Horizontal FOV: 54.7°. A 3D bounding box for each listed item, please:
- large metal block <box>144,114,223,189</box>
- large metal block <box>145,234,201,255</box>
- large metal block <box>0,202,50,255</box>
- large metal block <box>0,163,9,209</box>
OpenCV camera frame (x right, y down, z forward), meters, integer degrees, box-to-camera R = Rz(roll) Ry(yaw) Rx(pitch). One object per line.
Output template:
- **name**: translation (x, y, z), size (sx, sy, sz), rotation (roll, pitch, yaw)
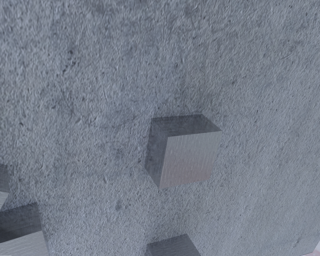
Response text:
- **large metal block**: translation (0.030, 0.030, 0.425), size (0.081, 0.050, 0.079), rotation (-5, 121, -26)
- **large metal block**: translation (0.026, 0.239, 0.533), size (0.081, 0.080, 0.050), rotation (-5, 121, -26)
- **large metal block**: translation (-0.184, 0.148, 0.382), size (0.081, 0.050, 0.079), rotation (-13, 124, -22)
- **large metal block**: translation (-0.215, 0.075, 0.319), size (0.080, 0.050, 0.080), rotation (23, 106, -37)
